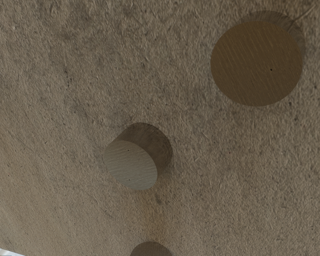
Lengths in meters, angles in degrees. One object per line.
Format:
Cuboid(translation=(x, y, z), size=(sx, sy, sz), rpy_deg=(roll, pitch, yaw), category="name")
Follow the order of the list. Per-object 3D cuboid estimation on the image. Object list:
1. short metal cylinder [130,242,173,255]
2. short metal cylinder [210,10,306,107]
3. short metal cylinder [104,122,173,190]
Cuboid(translation=(-0.019, 0.246, 0.533), size=(0.080, 0.080, 0.050), rpy_deg=(29, 128, 10), category="short metal cylinder")
Cuboid(translation=(0.095, -0.067, 0.299), size=(0.080, 0.050, 0.079), rpy_deg=(13, 124, 21), category="short metal cylinder")
Cuboid(translation=(-0.029, 0.039, 0.430), size=(0.080, 0.050, 0.079), rpy_deg=(13, 124, 21), category="short metal cylinder")
